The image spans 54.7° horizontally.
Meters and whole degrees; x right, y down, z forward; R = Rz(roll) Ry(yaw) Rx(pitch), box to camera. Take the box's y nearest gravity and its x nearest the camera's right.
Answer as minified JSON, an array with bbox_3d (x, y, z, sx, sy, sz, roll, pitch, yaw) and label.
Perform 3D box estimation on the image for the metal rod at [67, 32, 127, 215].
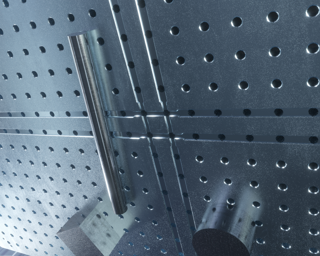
[{"bbox_3d":[-0.087,0.011,0.463,0.025,0.025,0.298,6,121,25],"label":"metal rod"}]

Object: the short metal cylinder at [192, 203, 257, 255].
[{"bbox_3d":[0.093,0.155,0.442,0.080,0.050,0.079,13,124,21],"label":"short metal cylinder"}]

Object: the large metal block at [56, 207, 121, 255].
[{"bbox_3d":[-0.138,0.208,0.596,0.080,0.050,0.080,-28,103,37],"label":"large metal block"}]
